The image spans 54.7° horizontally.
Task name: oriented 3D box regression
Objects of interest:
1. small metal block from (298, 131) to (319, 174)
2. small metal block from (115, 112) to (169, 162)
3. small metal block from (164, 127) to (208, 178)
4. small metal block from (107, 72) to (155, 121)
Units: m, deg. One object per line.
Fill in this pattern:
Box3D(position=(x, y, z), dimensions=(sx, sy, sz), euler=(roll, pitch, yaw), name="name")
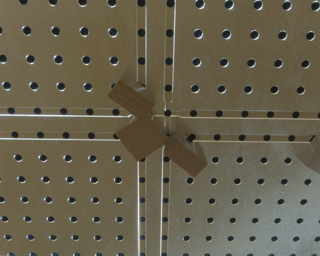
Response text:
Box3D(position=(0.233, 0.039, 0.431), dimensions=(0.050, 0.025, 0.050), euler=(29, 107, -11), name="small metal block")
Box3D(position=(-0.024, 0.009, 0.416), dimensions=(0.050, 0.025, 0.050), euler=(-33, 107, 11), name="small metal block")
Box3D(position=(0.033, 0.031, 0.412), dimensions=(0.050, 0.050, 0.025), euler=(39, 105, -14), name="small metal block")
Box3D(position=(-0.034, -0.041, 0.385), dimensions=(0.050, 0.050, 0.025), euler=(36, 106, -13), name="small metal block")
